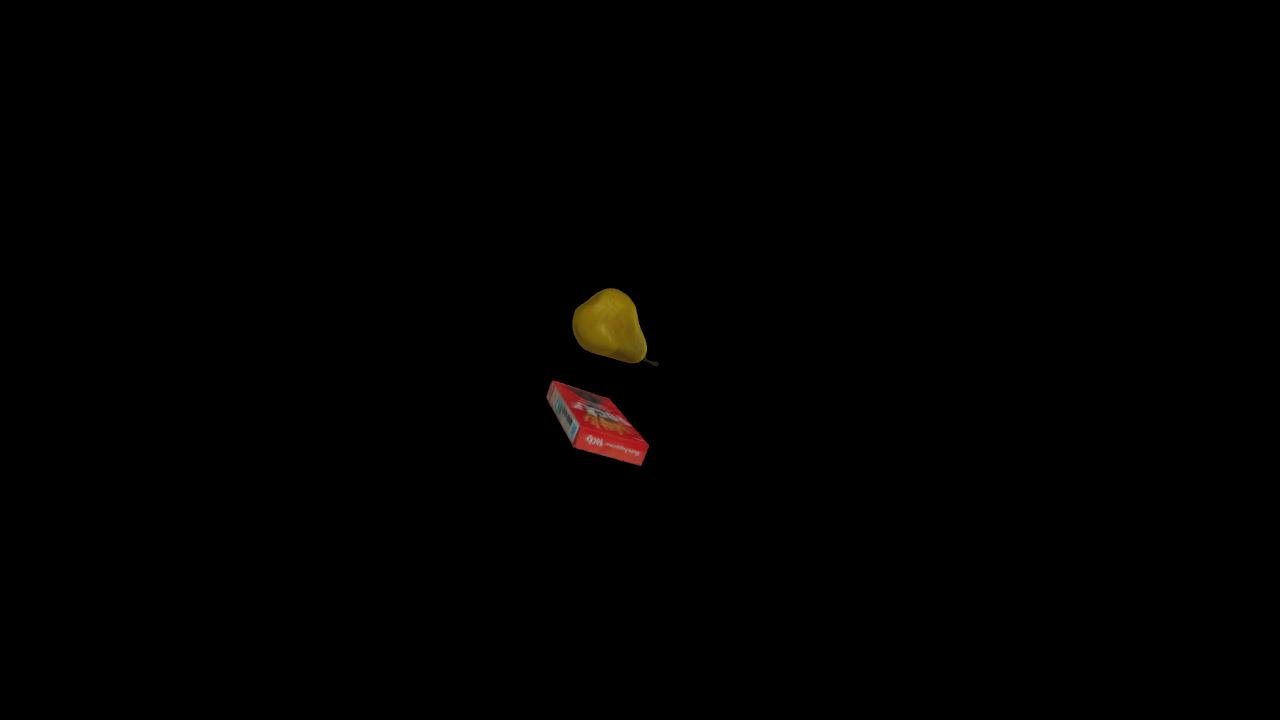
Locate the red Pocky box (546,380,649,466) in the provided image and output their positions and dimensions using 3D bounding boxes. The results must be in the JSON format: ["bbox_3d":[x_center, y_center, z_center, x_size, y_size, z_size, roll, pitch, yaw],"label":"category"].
[{"bbox_3d":[-0.052,0.069,0.700,0.083,0.028,0.155,21,8,-24],"label":"red Pocky box"}]

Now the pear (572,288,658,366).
[{"bbox_3d":[-0.027,-0.026,0.720,0.080,0.111,0.080,-34,13,9],"label":"pear"}]
